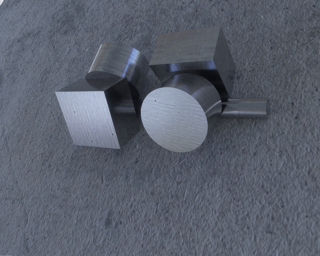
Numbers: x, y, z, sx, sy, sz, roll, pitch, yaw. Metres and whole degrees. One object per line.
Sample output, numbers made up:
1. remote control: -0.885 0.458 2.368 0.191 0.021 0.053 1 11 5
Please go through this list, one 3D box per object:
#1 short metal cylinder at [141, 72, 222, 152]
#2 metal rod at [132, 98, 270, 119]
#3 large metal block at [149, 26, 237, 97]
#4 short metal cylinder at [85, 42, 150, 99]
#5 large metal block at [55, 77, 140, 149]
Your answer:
1. short metal cylinder: 0.025 -0.019 0.360 0.080 0.080 0.050 2 28 29
2. metal rod: -0.007 -0.028 0.428 0.300 0.025 0.025 3 63 29
3. large metal block: 0.045 -0.077 0.393 0.080 0.080 0.050 2 63 29
4. short metal cylinder: -0.061 -0.078 0.449 0.080 0.080 0.050 4 64 30
5. large metal block: -0.082 -0.021 0.418 0.080 0.080 0.050 3 29 29
